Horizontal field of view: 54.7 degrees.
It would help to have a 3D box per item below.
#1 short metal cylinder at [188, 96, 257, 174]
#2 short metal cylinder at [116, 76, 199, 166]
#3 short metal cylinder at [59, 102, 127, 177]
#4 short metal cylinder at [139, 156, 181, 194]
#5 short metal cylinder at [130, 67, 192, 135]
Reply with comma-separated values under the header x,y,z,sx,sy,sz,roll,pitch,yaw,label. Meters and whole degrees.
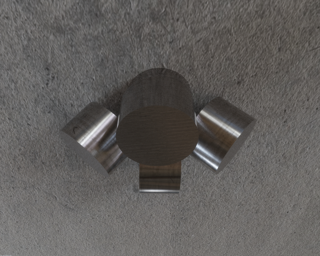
x,y,z,sx,sy,sz,roll,pitch,yaw,label
0.071,0.009,0.374,0.050,0.081,0.079,37,131,20,short metal cylinder
-0.003,-0.006,0.321,0.081,0.050,0.079,0,130,0,short metal cylinder
-0.075,0.015,0.377,0.080,0.050,0.080,35,158,17,short metal cylinder
-0.001,0.047,0.411,0.050,0.080,0.079,1,130,-2,short metal cylinder
0.000,-0.025,0.371,0.081,0.050,0.079,0,130,0,short metal cylinder
